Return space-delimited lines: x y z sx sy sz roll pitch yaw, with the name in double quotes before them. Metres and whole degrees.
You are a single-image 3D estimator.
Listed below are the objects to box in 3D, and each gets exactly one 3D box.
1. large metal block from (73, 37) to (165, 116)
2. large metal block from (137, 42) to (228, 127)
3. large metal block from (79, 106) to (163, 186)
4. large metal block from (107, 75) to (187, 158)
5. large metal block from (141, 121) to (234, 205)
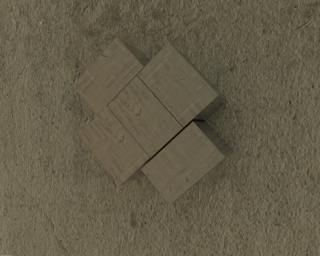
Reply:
"large metal block" -0.048 -0.060 0.397 0.080 0.080 0.050 -44 77 14
"large metal block" 0.031 -0.047 0.370 0.050 0.080 0.080 -44 77 15
"large metal block" -0.040 0.020 0.395 0.050 0.080 0.080 -44 77 15
"large metal block" -0.005 -0.013 0.382 0.050 0.080 0.080 -44 77 15
"large metal block" 0.036 0.038 0.368 0.080 0.080 0.050 -44 77 14
